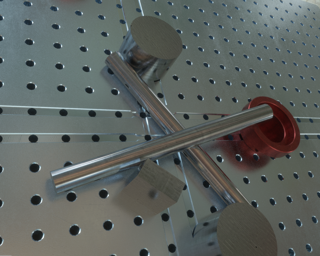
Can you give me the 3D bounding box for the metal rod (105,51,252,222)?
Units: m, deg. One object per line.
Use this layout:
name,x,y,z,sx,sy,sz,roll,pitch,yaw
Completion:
metal rod,0.030,0.015,0.414,0.300,0.025,0.025,49,51,6

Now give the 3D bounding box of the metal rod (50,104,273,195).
metal rod,0.022,0.017,0.381,0.302,0.025,0.025,-17,71,-25

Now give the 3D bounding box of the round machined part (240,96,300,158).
round machined part,0.166,0.002,0.485,0.099,0.042,0.098,14,56,-21

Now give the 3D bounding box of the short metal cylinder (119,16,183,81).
short metal cylinder,-0.014,-0.117,0.455,0.081,0.050,0.080,14,56,-21

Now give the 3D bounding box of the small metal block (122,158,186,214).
small metal block,-0.008,0.066,0.347,0.050,0.050,0.025,35,51,-5

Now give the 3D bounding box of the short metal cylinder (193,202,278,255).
short metal cylinder,0.086,0.132,0.357,0.081,0.050,0.080,14,56,-21
